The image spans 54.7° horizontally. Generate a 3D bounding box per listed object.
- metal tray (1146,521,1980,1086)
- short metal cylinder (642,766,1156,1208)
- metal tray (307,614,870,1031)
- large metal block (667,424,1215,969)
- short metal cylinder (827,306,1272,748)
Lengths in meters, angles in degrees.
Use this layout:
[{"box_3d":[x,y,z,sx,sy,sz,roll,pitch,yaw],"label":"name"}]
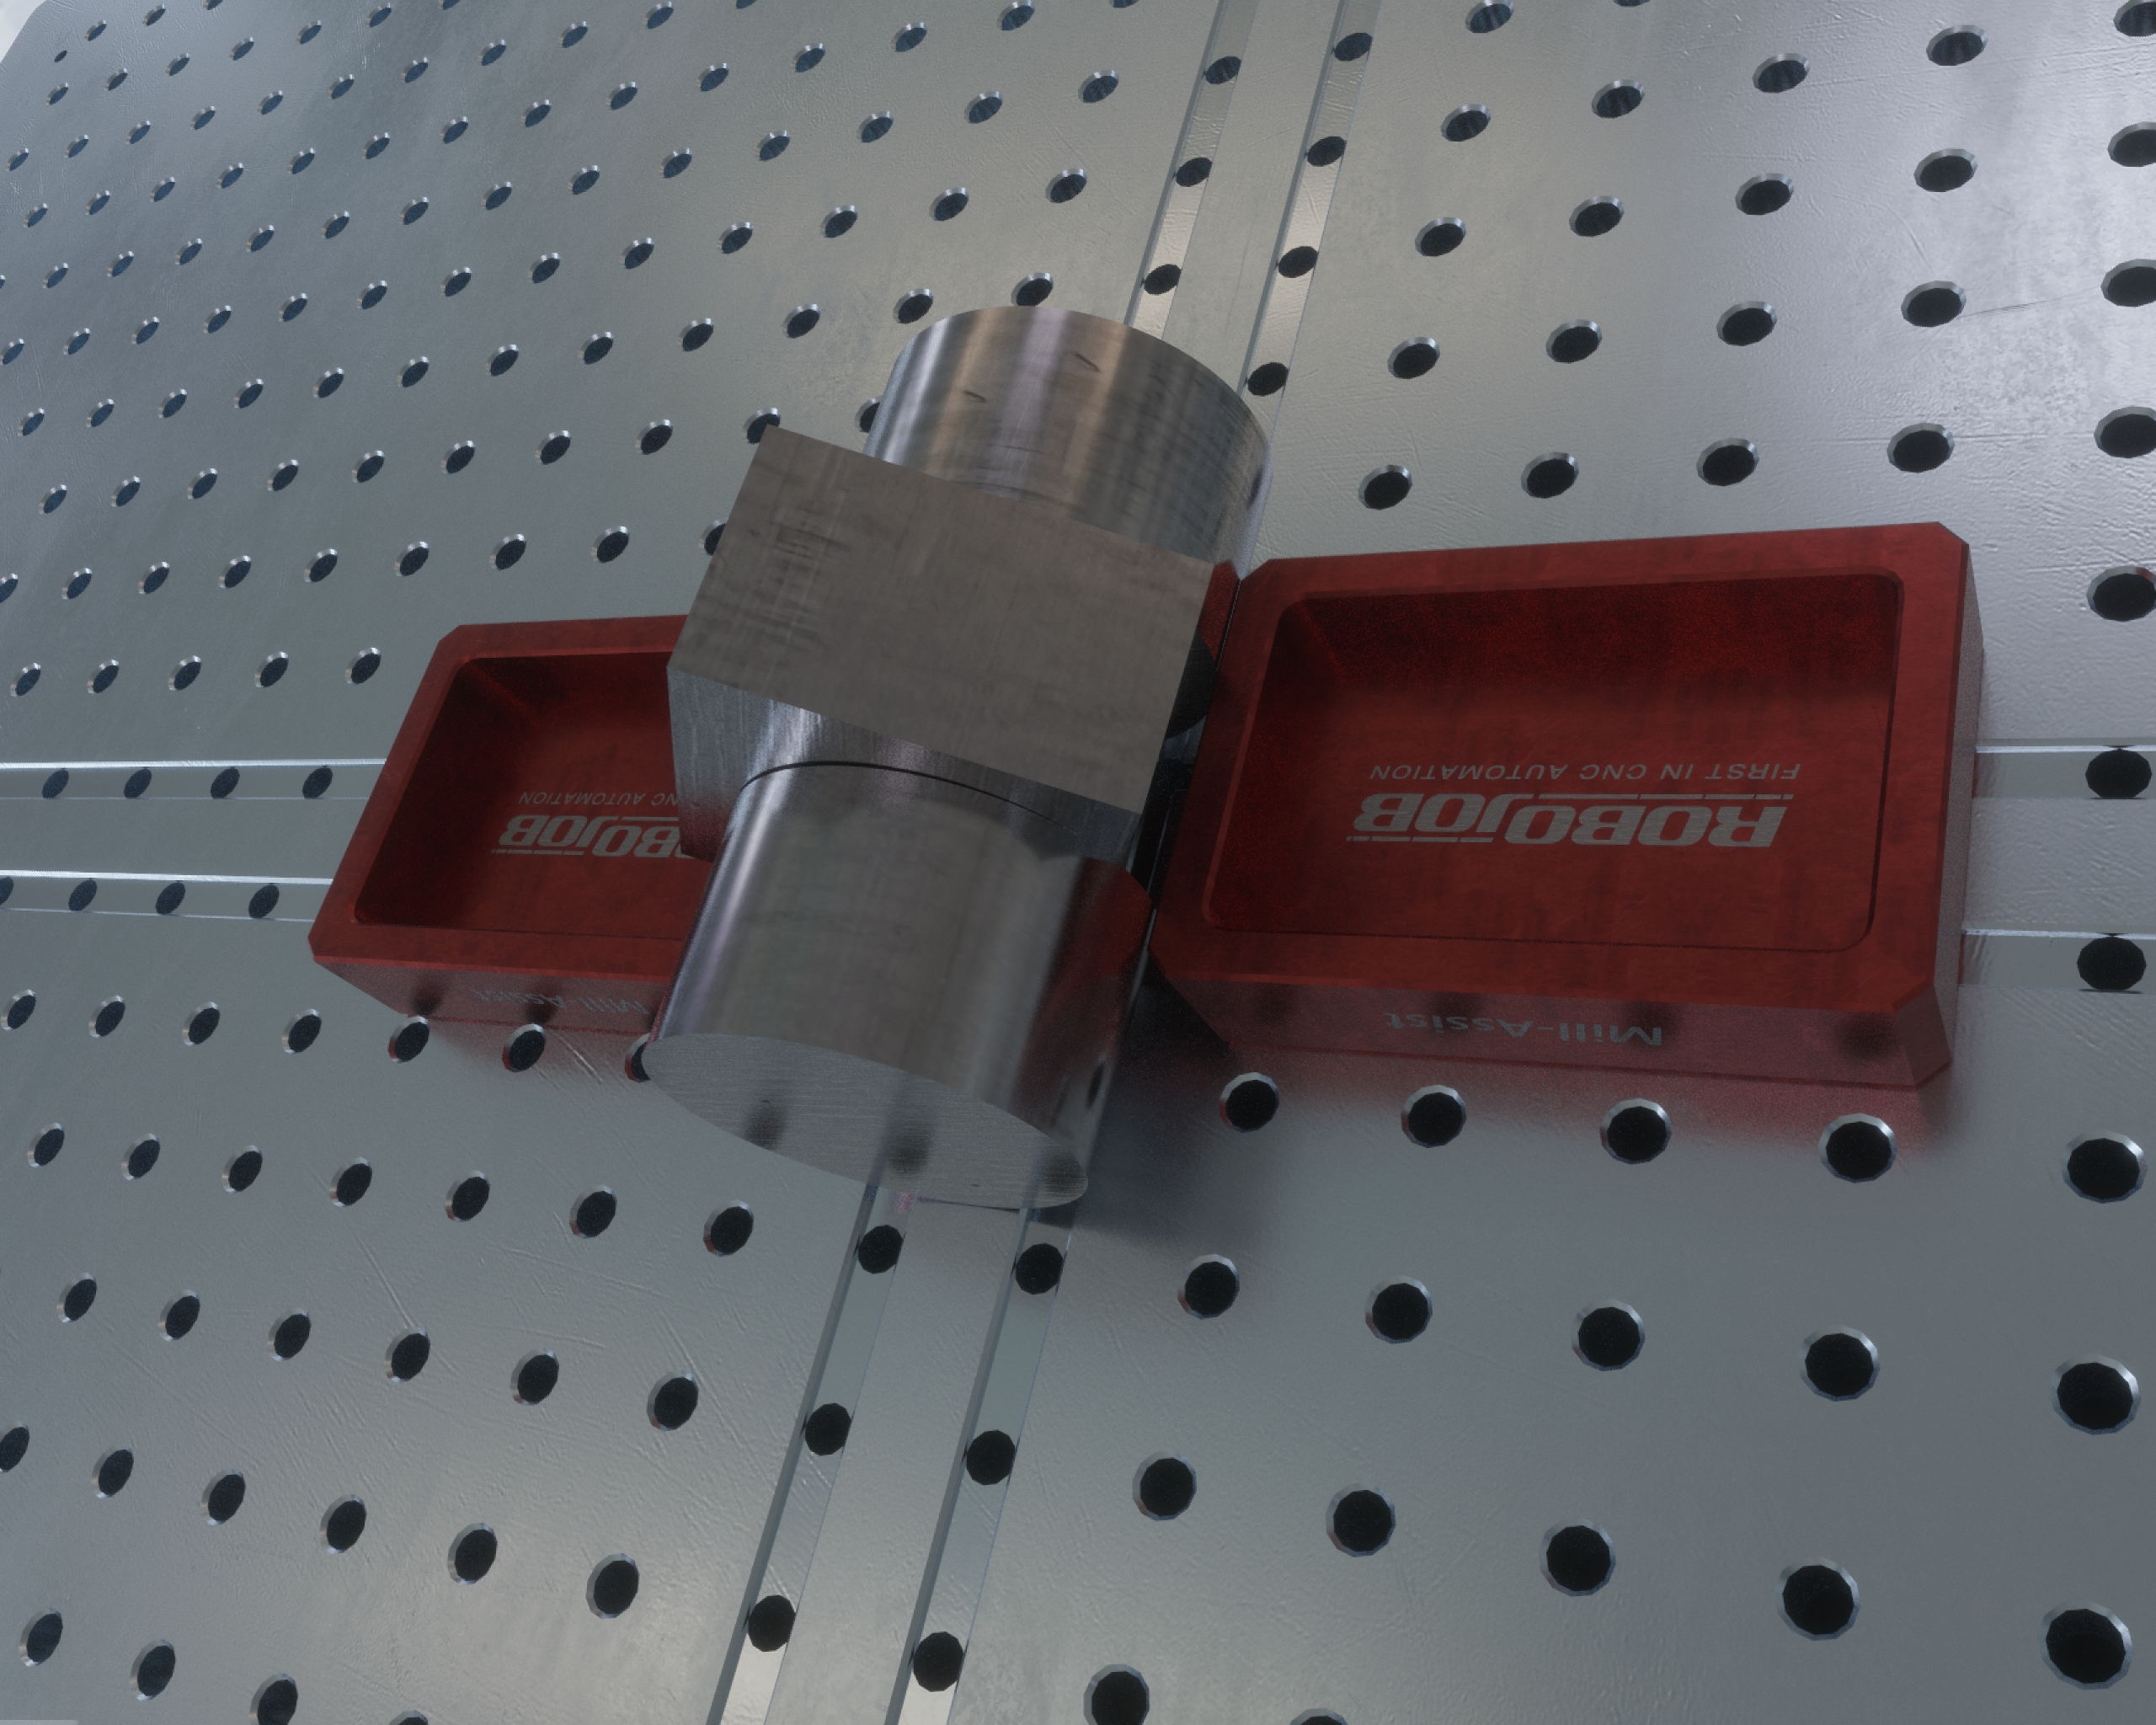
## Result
[{"box_3d":[0.085,-0.012,0.367,0.130,0.030,0.090,1,62,28],"label":"metal tray"},{"box_3d":[-0.031,0.024,0.374,0.080,0.080,0.050,2,63,29],"label":"short metal cylinder"},{"box_3d":[-0.099,-0.010,0.463,0.130,0.030,0.090,1,62,28],"label":"metal tray"},{"box_3d":[-0.027,-0.027,0.385,0.080,0.080,0.050,17,66,-2],"label":"large metal block"},{"box_3d":[-0.006,-0.064,0.415,0.080,0.080,0.050,1,63,29],"label":"short metal cylinder"}]
